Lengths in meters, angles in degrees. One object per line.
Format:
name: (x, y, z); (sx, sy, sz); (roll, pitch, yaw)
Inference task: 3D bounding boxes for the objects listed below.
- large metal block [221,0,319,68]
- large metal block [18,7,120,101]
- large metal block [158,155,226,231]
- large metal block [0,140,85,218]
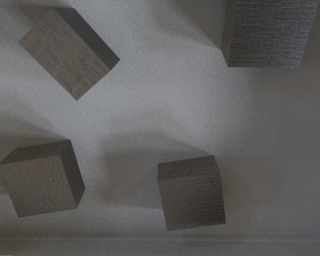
large metal block: (0.117, -0.115, 0.346); (0.081, 0.050, 0.079); (1, 126, -1)
large metal block: (-0.095, -0.086, 0.349); (0.050, 0.080, 0.080); (-39, 106, 13)
large metal block: (0.043, 0.090, 0.431); (0.080, 0.050, 0.079); (-9, 110, 3)
large metal block: (-0.157, 0.068, 0.422); (0.080, 0.050, 0.079); (-10, 110, 3)
